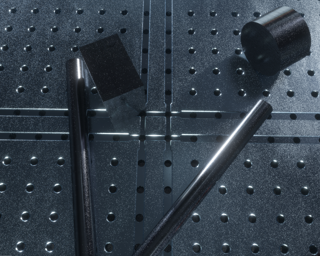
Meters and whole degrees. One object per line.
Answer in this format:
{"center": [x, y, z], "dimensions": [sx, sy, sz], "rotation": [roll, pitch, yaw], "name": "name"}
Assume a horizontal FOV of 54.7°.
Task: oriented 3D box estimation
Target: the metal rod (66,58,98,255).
{"center": [-0.100, 0.046, 0.393], "dimensions": [0.025, 0.025, 0.299], "rotation": [-8, 70, -3], "name": "metal rod"}

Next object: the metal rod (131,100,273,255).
{"center": [0.046, 0.078, 0.383], "dimensions": [0.025, 0.025, 0.301], "rotation": [39, 74, 12], "name": "metal rod"}

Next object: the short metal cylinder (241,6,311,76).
{"center": [0.158, -0.119, 0.428], "dimensions": [0.050, 0.080, 0.080], "rotation": [-30, 73, -10], "name": "short metal cylinder"}

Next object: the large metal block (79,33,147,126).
{"center": [-0.059, -0.060, 0.404], "dimensions": [0.050, 0.080, 0.080], "rotation": [-24, 72, -9], "name": "large metal block"}
